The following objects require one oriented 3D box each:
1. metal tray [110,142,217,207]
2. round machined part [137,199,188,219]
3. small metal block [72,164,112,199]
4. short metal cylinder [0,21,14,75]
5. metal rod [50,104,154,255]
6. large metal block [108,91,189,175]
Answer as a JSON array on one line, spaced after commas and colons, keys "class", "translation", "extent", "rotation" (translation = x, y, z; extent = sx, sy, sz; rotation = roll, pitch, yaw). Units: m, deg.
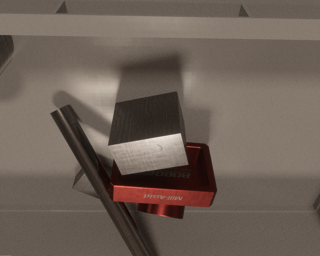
[{"class": "metal tray", "translation": [0.003, 0.057, 0.414], "extent": [0.131, 0.090, 0.030], "rotation": [5, 129, -5]}, {"class": "round machined part", "translation": [0.004, 0.107, 0.457], "extent": [0.099, 0.042, 0.098], "rotation": [10, 166, 3]}, {"class": "small metal block", "translation": [-0.098, 0.079, 0.475], "extent": [0.050, 0.025, 0.050], "rotation": [27, 125, -22]}, {"class": "short metal cylinder", "translation": [-0.203, -0.081, 0.321], "extent": [0.081, 0.050, 0.079], "rotation": [0, 130, 0]}, {"class": "metal rod", "translation": [-0.059, 0.107, 0.416], "extent": [0.025, 0.025, 0.299], "rotation": [-24, 101, 18]}, {"class": "large metal block", "translation": [-0.012, 0.005, 0.377], "extent": [0.080, 0.080, 0.050], "rotation": [-10, 130, 8]}]
